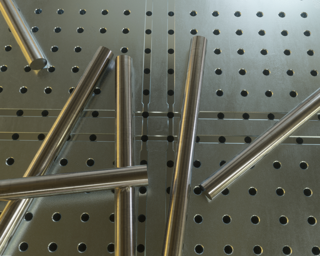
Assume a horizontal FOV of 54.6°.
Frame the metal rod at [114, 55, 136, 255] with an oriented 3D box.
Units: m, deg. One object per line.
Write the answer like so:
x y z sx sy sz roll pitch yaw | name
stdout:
-0.045 0.042 0.396 0.025 0.025 0.299 -2 70 -1 | metal rod

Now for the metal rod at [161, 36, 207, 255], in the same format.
0.036 0.010 0.408 0.025 0.025 0.299 8 70 3 | metal rod

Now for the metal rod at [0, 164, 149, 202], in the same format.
-0.164 0.070 0.357 0.302 0.025 0.025 -6 70 -2 | metal rod

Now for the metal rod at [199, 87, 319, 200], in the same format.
0.175 -0.007 0.415 0.301 0.025 0.025 -36 74 -12 | metal rod

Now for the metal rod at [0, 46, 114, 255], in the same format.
-0.138 0.018 0.404 0.025 0.025 0.300 22 71 8 | metal rod

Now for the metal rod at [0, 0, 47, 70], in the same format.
-0.251 -0.212 0.487 0.025 0.025 0.299 -30 73 -10 | metal rod
